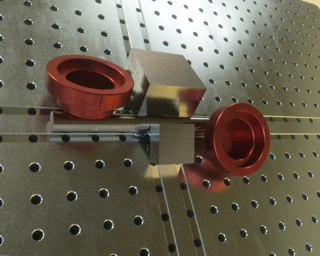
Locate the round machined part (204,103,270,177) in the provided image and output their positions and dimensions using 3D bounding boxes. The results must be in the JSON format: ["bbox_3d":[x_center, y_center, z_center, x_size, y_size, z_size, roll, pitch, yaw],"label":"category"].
[{"bbox_3d":[0.101,0.016,0.426,0.099,0.042,0.097,2,86,-28],"label":"round machined part"}]

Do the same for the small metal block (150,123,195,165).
[{"bbox_3d":[0.016,0.019,0.392,0.050,0.025,0.050,1,90,-28],"label":"small metal block"}]

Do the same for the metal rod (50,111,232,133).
[{"bbox_3d":[0.012,-0.006,0.419,0.303,0.025,0.025,0,62,-28],"label":"metal rod"}]

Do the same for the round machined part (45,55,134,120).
[{"bbox_3d":[-0.083,-0.046,0.364,0.099,0.042,0.098,14,31,-8],"label":"round machined part"}]

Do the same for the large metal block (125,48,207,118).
[{"bbox_3d":[0.003,-0.060,0.415,0.081,0.050,0.080,1,43,-28],"label":"large metal block"}]
